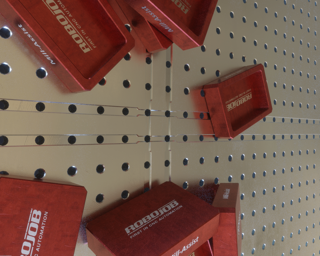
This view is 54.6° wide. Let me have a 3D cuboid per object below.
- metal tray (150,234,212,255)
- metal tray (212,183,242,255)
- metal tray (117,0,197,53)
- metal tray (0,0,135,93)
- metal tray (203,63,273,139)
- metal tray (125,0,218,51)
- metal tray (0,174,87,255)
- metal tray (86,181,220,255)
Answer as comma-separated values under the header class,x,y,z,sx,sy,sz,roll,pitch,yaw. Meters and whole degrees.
class,x,y,z,sx,sy,sz,roll,pitch,yaw
metal tray,0.025,0.199,0.425,0.131,0.030,0.090,-27,107,-36
metal tray,0.098,0.138,0.443,0.130,0.030,0.090,-16,102,-73
metal tray,0.011,-0.173,0.414,0.130,0.030,0.090,-49,119,-29
metal tray,-0.096,-0.113,0.324,0.130,0.030,0.090,52,60,-27
metal tray,0.133,-0.047,0.515,0.131,0.030,0.090,-27,107,-37
metal tray,0.012,-0.167,0.374,0.131,0.030,0.090,31,71,-36
metal tray,-0.129,0.114,0.297,0.091,0.030,0.129,17,79,-39
metal tray,-0.006,0.115,0.357,0.131,0.090,0.030,-21,121,-38
